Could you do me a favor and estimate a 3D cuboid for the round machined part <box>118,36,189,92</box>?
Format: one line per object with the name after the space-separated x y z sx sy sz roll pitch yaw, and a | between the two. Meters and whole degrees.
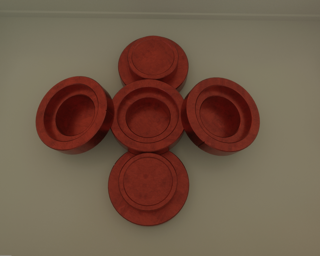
-0.009 -0.088 0.431 0.099 0.042 0.098 0 70 0 | round machined part

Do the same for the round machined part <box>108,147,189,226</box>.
-0.014 0.067 0.374 0.099 0.042 0.098 0 70 0 | round machined part

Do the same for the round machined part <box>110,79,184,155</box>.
-0.015 -0.011 0.402 0.099 0.042 0.098 0 70 0 | round machined part

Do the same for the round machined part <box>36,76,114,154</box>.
-0.103 -0.013 0.394 0.098 0.042 0.098 -6 69 16 | round machined part

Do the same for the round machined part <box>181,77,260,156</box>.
0.072 -0.011 0.394 0.099 0.042 0.098 6 69 -16 | round machined part
